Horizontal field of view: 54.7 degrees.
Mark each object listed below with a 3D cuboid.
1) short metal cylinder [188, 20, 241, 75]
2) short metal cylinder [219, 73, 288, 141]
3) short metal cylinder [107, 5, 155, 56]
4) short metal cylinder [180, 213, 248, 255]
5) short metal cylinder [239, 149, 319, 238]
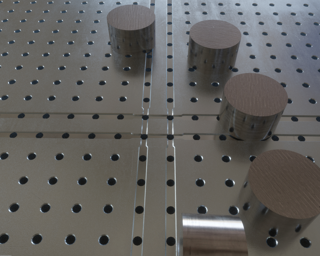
[{"bbox_3d":[0.087,-0.132,0.503,0.081,0.050,0.080,0,50,0],"label":"short metal cylinder"},{"bbox_3d":[0.123,-0.029,0.416,0.081,0.050,0.080,0,50,0],"label":"short metal cylinder"},{"bbox_3d":[-0.048,-0.169,0.533,0.081,0.050,0.080,0,50,0],"label":"short metal cylinder"},{"bbox_3d":[0.043,0.117,0.273,0.050,0.080,0.080,2,50,2],"label":"short metal cylinder"},{"bbox_3d":[0.131,0.070,0.333,0.081,0.050,0.080,0,50,0],"label":"short metal cylinder"}]
